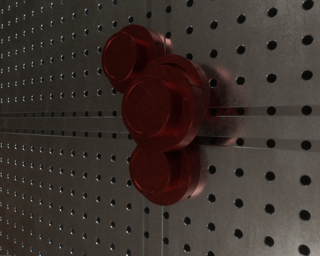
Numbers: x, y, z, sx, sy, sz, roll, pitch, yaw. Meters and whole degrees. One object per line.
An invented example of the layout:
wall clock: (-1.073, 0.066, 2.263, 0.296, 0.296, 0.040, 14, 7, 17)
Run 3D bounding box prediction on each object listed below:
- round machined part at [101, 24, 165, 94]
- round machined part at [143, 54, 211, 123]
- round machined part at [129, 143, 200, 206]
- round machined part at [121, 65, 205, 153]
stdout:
round machined part: (-0.044, -0.096, 0.432, 0.098, 0.042, 0.097, 0, 90, 39)
round machined part: (0.019, -0.037, 0.379, 0.098, 0.042, 0.097, -2, 86, 37)
round machined part: (-0.001, 0.051, 0.398, 0.098, 0.042, 0.097, 0, 90, 39)
round machined part: (-0.004, -0.022, 0.342, 0.098, 0.042, 0.097, -2, 86, 37)
